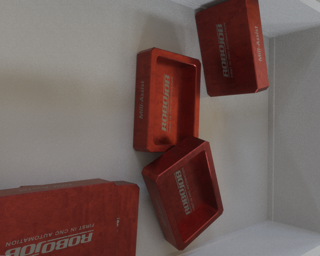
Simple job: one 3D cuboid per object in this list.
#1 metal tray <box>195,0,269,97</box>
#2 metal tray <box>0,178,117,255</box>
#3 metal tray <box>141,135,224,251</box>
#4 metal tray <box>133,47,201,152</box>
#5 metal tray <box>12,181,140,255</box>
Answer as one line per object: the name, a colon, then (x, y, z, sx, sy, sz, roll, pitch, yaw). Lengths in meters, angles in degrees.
metal tray: (0.104, -0.114, 0.453, 0.030, 0.090, 0.129, -18, 102, -39)
metal tray: (-0.102, 0.098, 0.279, 0.131, 0.030, 0.089, 0, 90, -40)
metal tray: (0.035, 0.086, 0.411, 0.091, 0.030, 0.129, -33, 122, -28)
metal tray: (0.012, -0.033, 0.414, 0.091, 0.030, 0.129, 4, 88, -40)
metal tray: (-0.085, 0.106, 0.334, 0.131, 0.030, 0.089, 5, 87, -40)
